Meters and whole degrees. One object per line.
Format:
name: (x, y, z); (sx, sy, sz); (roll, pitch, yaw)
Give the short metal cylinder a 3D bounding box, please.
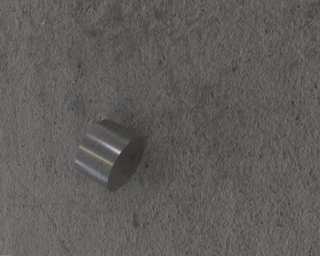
short metal cylinder: (-0.063, 0.035, 0.402); (0.050, 0.080, 0.080); (28, 99, 18)
